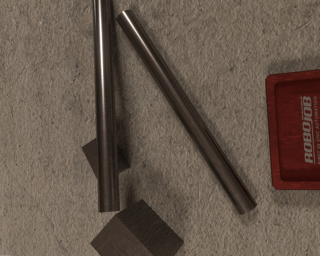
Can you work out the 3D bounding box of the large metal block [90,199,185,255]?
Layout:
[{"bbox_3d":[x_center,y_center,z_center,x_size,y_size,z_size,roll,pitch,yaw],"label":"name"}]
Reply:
[{"bbox_3d":[-0.025,0.144,0.388,0.080,0.080,0.050,43,103,14],"label":"large metal block"}]

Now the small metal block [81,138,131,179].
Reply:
[{"bbox_3d":[-0.072,0.040,0.420,0.025,0.050,0.050,-32,80,17],"label":"small metal block"}]

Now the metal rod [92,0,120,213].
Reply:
[{"bbox_3d":[-0.071,-0.046,0.401,0.025,0.025,0.299,-10,75,19],"label":"metal rod"}]

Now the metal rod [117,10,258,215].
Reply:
[{"bbox_3d":[0.029,-0.028,0.398,0.025,0.025,0.299,-35,79,16],"label":"metal rod"}]

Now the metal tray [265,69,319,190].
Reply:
[{"bbox_3d":[0.169,0.002,0.346,0.090,0.030,0.129,-4,89,19],"label":"metal tray"}]
